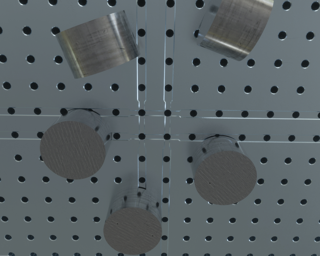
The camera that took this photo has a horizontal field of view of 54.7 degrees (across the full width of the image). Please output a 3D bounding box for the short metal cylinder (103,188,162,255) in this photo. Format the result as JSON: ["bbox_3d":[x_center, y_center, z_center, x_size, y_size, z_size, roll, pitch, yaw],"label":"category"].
[{"bbox_3d":[-0.038,0.134,0.449,0.081,0.050,0.079,0,110,-1],"label":"short metal cylinder"}]

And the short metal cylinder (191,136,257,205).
[{"bbox_3d":[0.085,0.057,0.422,0.081,0.050,0.079,0,110,-1],"label":"short metal cylinder"}]

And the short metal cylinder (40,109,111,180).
[{"bbox_3d":[-0.108,0.020,0.406,0.081,0.050,0.079,0,110,-1],"label":"short metal cylinder"}]

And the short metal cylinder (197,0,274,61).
[{"bbox_3d":[0.080,-0.121,0.341,0.050,0.080,0.079,19,109,-7],"label":"short metal cylinder"}]

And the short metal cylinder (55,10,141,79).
[{"bbox_3d":[-0.068,-0.094,0.349,0.080,0.080,0.050,-18,109,6],"label":"short metal cylinder"}]
